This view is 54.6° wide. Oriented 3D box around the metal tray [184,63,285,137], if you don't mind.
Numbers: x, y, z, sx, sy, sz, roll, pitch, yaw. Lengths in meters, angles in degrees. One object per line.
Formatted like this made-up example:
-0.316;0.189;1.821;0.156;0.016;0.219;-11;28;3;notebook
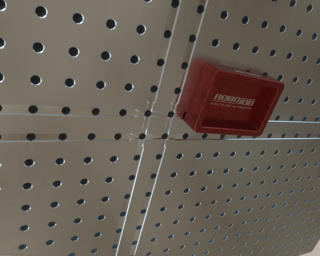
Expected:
0.107;-0.036;0.443;0.131;0.030;0.089;4;116;-30;metal tray
